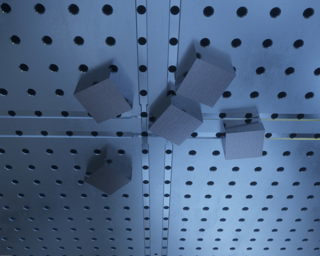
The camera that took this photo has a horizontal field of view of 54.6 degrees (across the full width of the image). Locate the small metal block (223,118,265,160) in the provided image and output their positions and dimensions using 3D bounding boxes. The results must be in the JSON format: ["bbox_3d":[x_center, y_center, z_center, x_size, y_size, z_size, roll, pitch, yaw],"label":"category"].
[{"bbox_3d":[0.113,0.016,0.426,0.050,0.025,0.050,-6,130,4],"label":"small metal block"}]

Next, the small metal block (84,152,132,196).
[{"bbox_3d":[-0.078,0.071,0.471,0.050,0.025,0.050,37,121,-27],"label":"small metal block"}]

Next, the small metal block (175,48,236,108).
[{"bbox_3d":[0.052,-0.058,0.363,0.050,0.025,0.050,20,127,-16],"label":"small metal block"}]

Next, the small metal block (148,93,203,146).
[{"bbox_3d":[0.020,-0.010,0.403,0.050,0.025,0.050,28,125,-22],"label":"small metal block"}]

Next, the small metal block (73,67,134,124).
[{"bbox_3d":[-0.067,-0.039,0.378,0.050,0.025,0.050,-22,127,17],"label":"small metal block"}]
